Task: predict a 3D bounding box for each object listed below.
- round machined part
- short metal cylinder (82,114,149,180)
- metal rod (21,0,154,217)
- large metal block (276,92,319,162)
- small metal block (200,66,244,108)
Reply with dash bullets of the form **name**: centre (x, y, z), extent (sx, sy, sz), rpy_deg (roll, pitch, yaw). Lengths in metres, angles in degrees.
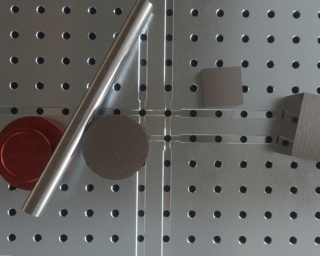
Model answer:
- **round machined part**: centre (-0.168, 0.033, 0.403), extent (0.099, 0.042, 0.097), rpy_deg (0, 90, -1)
- **short metal cylinder**: centre (-0.054, 0.023, 0.400), extent (0.081, 0.050, 0.079), rpy_deg (0, 90, -1)
- **metal rod**: centre (-0.086, -0.033, 0.389), extent (0.025, 0.025, 0.299), rpy_deg (27, 81, -1)
- **large metal block**: centre (0.208, 0.003, 0.404), extent (0.080, 0.050, 0.080), rpy_deg (12, 90, -1)
- **small metal block**: centre (0.082, -0.054, 0.414), extent (0.050, 0.025, 0.050), rpy_deg (-4, 90, -1)
